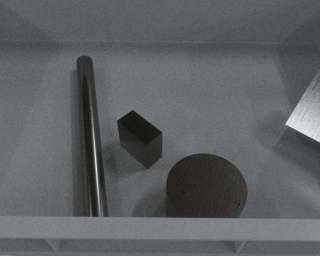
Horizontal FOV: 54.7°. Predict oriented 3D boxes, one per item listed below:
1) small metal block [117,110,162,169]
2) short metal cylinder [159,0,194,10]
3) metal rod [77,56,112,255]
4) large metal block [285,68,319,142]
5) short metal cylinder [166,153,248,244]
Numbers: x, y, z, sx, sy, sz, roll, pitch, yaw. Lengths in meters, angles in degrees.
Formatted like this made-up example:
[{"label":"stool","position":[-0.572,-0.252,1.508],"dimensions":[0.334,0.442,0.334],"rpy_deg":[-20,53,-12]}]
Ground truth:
[{"label":"small metal block","position":[-0.024,0.014,0.377],"dimensions":[0.050,0.050,0.025],"rpy_deg":[37,59,26]},{"label":"short metal cylinder","position":[0.032,-0.281,0.609],"dimensions":[0.080,0.080,0.050],"rpy_deg":[-35,59,-26]},{"label":"metal rod","position":[-0.090,0.008,0.397],"dimensions":[0.025,0.025,0.300],"rpy_deg":[-9,51,-8]},{"label":"large metal block","position":[0.216,-0.020,0.381],"dimensions":[0.080,0.080,0.050],"rpy_deg":[33,17,24]},{"label":"short metal cylinder","position":[0.046,0.074,0.327],"dimensions":[0.081,0.050,0.080],"rpy_deg":[0,50,0]}]
